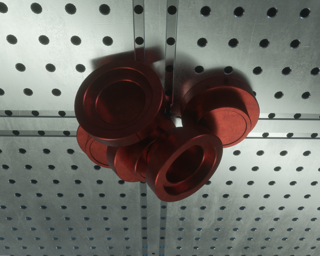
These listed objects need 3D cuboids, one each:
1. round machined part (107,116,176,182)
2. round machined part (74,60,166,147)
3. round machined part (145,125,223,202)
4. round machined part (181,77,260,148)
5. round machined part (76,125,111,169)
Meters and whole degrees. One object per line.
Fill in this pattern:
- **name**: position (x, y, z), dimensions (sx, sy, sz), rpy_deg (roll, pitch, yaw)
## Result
- **round machined part**: position (-0.015, 0.030, 0.394), dimensions (0.099, 0.042, 0.097), rpy_deg (-25, 133, -29)
- **round machined part**: position (-0.041, -0.024, 0.349), dimensions (0.098, 0.098, 0.042), rpy_deg (-10, 155, 7)
- **round machined part**: position (0.024, 0.037, 0.370), dimensions (0.099, 0.042, 0.097), rpy_deg (-23, 134, -25)
- **round machined part**: position (0.076, -0.012, 0.391), dimensions (0.099, 0.042, 0.097), rpy_deg (-1, 130, 0)
- **round machined part**: position (-0.062, 0.017, 0.414), dimensions (0.099, 0.042, 0.097), rpy_deg (-1, 130, 0)
